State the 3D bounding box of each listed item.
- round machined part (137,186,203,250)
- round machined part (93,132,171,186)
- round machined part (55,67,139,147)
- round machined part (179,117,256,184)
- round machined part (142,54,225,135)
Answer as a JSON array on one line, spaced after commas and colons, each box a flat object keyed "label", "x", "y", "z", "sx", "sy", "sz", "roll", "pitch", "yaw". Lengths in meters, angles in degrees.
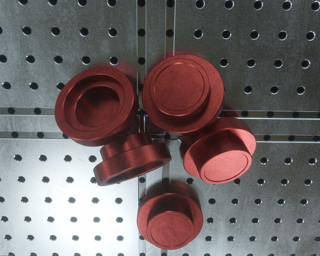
[{"label": "round machined part", "x": 0.015, "y": 0.139, "z": 0.456, "sx": 0.099, "sy": 0.042, "sz": 0.097, "roll": 0, "pitch": 110, "yaw": -1}, {"label": "round machined part", "x": -0.038, "y": 0.037, "z": 0.397, "sx": 0.098, "sy": 0.098, "sz": 0.042, "roll": -23, "pitch": 76, "yaw": 8}, {"label": "round machined part", "x": -0.072, "y": -0.022, "z": 0.377, "sx": 0.098, "sy": 0.098, "sz": 0.042, "roll": -18, "pitch": 153, "yaw": 6}, {"label": "round machined part", "x": 0.078, "y": 0.036, "z": 0.398, "sx": 0.099, "sy": 0.042, "sz": 0.097, "roll": -9, "pitch": 136, "yaw": -9}, {"label": "round machined part", "x": 0.026, "y": -0.042, "z": 0.364, "sx": 0.098, "sy": 0.042, "sz": 0.098, "roll": -3, "pitch": 78, "yaw": 12}]
